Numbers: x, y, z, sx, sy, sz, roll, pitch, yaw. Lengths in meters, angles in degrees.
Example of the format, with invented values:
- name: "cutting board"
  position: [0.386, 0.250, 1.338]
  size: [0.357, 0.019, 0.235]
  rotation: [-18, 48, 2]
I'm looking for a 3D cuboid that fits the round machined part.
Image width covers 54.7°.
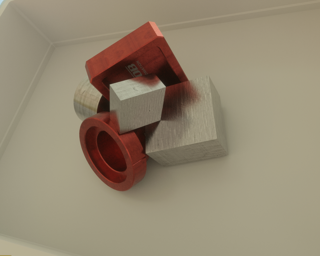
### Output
- name: "round machined part"
  position: [-0.051, 0.025, 0.379]
  size: [0.098, 0.097, 0.042]
  rotation: [22, 38, 36]

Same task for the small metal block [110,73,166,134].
- name: "small metal block"
  position: [-0.025, -0.026, 0.328]
  size: [0.050, 0.050, 0.025]
  rotation: [-20, 55, -24]

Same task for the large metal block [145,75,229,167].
- name: "large metal block"
  position: [0.030, -0.006, 0.365]
  size: [0.080, 0.050, 0.080]
  rotation: [-13, 61, 20]

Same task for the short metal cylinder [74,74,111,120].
- name: "short metal cylinder"
  position: [-0.069, -0.035, 0.424]
  size: [0.050, 0.080, 0.080]
  rotation: [25, 75, 36]

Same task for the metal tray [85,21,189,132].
- name: "metal tray"
  position: [-0.015, -0.053, 0.375]
  size: [0.090, 0.130, 0.030]
  rotation: [-31, 53, 8]
